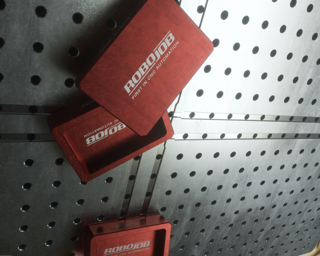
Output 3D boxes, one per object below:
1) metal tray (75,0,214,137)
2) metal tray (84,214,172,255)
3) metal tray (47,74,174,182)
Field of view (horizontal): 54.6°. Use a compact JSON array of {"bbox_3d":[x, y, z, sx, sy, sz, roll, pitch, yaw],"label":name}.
[{"bbox_3d":[-0.014,-0.068,0.331,0.090,0.030,0.130,40,85,-26],"label":"metal tray"},{"bbox_3d":[-0.049,0.190,0.481,0.131,0.030,0.089,-1,102,-28],"label":"metal tray"},{"bbox_3d":[-0.054,-0.001,0.377,0.131,0.030,0.090,-27,128,-11],"label":"metal tray"}]
